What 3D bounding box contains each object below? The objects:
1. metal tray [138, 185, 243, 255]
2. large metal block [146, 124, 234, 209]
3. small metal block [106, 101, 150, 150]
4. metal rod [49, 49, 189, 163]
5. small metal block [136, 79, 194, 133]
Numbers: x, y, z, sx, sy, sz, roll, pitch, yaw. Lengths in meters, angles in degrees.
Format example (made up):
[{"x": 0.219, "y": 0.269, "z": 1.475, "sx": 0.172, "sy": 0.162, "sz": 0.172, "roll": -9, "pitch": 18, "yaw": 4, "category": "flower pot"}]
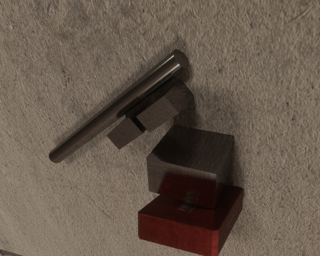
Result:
[{"x": 0.043, "y": 0.100, "z": 0.375, "sx": 0.090, "sy": 0.131, "sz": 0.030, "roll": 5, "pitch": 101, "yaw": 25, "category": "metal tray"}, {"x": 0.039, "y": 0.043, "z": 0.376, "sx": 0.080, "sy": 0.080, "sz": 0.050, "roll": 11, "pitch": 123, "yaw": 22, "category": "large metal block"}, {"x": -0.035, "y": -0.004, "z": 0.405, "sx": 0.050, "sy": 0.050, "sz": 0.025, "roll": -34, "pitch": 99, "yaw": 38, "category": "small metal block"}, {"x": -0.077, "y": -0.014, "z": 0.436, "sx": 0.299, "sy": 0.025, "sz": 0.025, "roll": -32, "pitch": 101, "yaw": 38, "category": "metal rod"}, {"x": 0.007, "y": -0.027, "z": 0.370, "sx": 0.050, "sy": 0.050, "sz": 0.025, "roll": -33, "pitch": 100, "yaw": 38, "category": "small metal block"}]
